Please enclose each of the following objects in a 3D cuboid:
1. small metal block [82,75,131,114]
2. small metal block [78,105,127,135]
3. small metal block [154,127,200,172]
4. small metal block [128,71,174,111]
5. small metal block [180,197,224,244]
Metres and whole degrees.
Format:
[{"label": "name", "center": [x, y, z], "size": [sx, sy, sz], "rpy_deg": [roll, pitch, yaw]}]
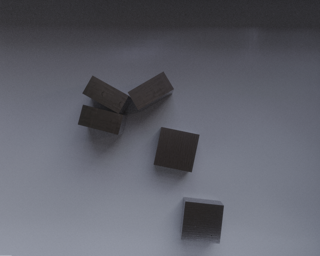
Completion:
[{"label": "small metal block", "center": [-0.066, -0.040, 0.398], "size": [0.050, 0.050, 0.025], "rpy_deg": [29, 90, 0]}, {"label": "small metal block", "center": [-0.072, -0.010, 0.398], "size": [0.050, 0.050, 0.025], "rpy_deg": [14, 90, 0]}, {"label": "small metal block", "center": [0.021, 0.028, 0.411], "size": [0.050, 0.025, 0.050], "rpy_deg": [12, 90, 0]}, {"label": "small metal block", "center": [-0.011, -0.045, 0.399], "size": [0.050, 0.050, 0.025], "rpy_deg": [-30, 90, 0]}, {"label": "small metal block", "center": [0.055, 0.122, 0.412], "size": [0.050, 0.025, 0.050], "rpy_deg": [6, 90, 0]}]
